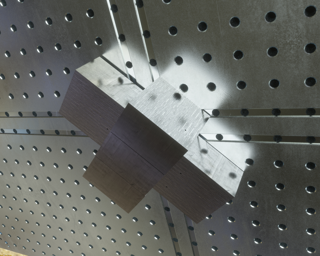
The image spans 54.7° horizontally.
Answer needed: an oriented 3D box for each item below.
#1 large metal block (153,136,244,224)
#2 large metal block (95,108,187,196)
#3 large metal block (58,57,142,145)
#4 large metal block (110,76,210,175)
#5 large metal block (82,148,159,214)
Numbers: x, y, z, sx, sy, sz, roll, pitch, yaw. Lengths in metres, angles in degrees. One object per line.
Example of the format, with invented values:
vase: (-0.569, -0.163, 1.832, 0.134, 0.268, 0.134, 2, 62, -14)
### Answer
large metal block: (0.048, 0.068, 0.411, 0.080, 0.050, 0.080, 39, 130, 1)
large metal block: (-0.021, 0.025, 0.402, 0.080, 0.080, 0.050, 39, 129, 1)
large metal block: (-0.077, -0.032, 0.410, 0.080, 0.050, 0.080, 38, 130, 2)
large metal block: (0.003, -0.005, 0.370, 0.080, 0.080, 0.050, 39, 129, 1)
large metal block: (-0.045, 0.056, 0.433, 0.080, 0.080, 0.050, 39, 129, 1)
